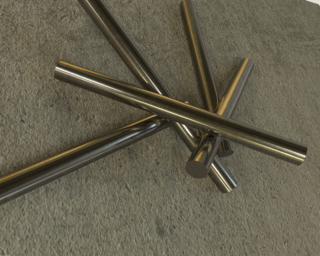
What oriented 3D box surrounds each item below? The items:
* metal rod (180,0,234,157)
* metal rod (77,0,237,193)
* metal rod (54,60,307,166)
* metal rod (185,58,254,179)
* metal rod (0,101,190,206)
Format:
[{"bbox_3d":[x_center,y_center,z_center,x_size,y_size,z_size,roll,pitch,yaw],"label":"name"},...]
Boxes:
[{"bbox_3d":[0.070,-0.095,0.498,0.025,0.025,0.299,5,59,-26],"label":"metal rod"},{"bbox_3d":[0.001,-0.041,0.389,0.299,0.025,0.025,53,51,-7],"label":"metal rod"},{"bbox_3d":[0.017,-0.021,0.363,0.301,0.025,0.025,20,52,8],"label":"metal rod"},{"bbox_3d":[0.098,-0.035,0.445,0.025,0.025,0.301,39,41,-2],"label":"metal rod"},{"bbox_3d":[-0.073,0.024,0.349,0.302,0.025,0.025,-25,75,-37],"label":"metal rod"}]
